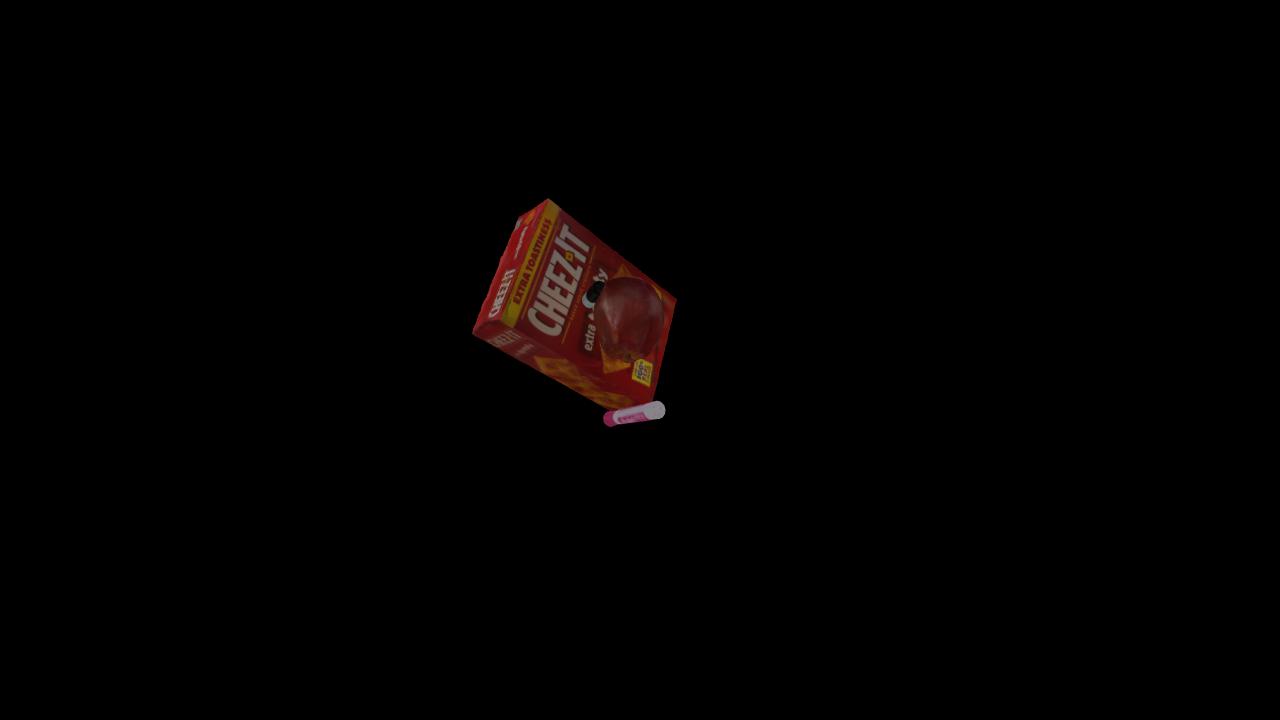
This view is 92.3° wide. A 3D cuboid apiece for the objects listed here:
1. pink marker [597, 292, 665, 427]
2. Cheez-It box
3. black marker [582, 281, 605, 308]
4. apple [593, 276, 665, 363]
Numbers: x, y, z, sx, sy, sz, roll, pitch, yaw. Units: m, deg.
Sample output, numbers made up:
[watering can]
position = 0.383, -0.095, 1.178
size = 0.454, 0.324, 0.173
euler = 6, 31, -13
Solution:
[pink marker]
position = -0.010, 0.061, 0.683
size = 0.020, 0.020, 0.121
euler = 0, -9, -28
[Cheez-It box]
position = -0.065, -0.055, 0.727
size = 0.223, 0.166, 0.071
euler = 33, -32, -33
[black marker]
position = -0.066, -0.061, 0.706
size = 0.020, 0.020, 0.121
euler = 0, -16, -26
[apple]
position = -0.011, -0.046, 0.668
size = 0.079, 0.093, 0.079
euler = -2, -22, -1
